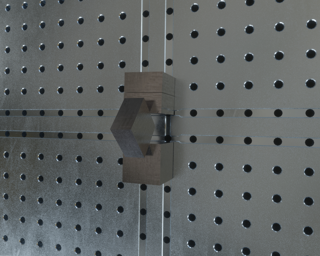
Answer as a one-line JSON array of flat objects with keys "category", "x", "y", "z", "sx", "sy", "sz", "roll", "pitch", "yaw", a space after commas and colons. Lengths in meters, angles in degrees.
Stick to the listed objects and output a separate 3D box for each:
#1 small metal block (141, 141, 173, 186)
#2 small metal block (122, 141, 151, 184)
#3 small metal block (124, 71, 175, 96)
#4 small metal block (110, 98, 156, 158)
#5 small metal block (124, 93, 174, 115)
[{"category": "small metal block", "x": -0.003, "y": 0.044, "z": 0.398, "sx": 0.025, "sy": 0.050, "sz": 0.050, "roll": 2, "pitch": 91, "yaw": 20}, {"category": "small metal block", "x": -0.026, "y": 0.043, "z": 0.407, "sx": 0.025, "sy": 0.050, "sz": 0.050, "roll": 2, "pitch": 91, "yaw": 20}, {"category": "small metal block", "x": -0.012, "y": -0.056, "z": 0.402, "sx": 0.050, "sy": 0.050, "sz": 0.025, "roll": 2, "pitch": 91, "yaw": 19}, {"category": "small metal block", "x": -0.030, "y": 0.000, "z": 0.365, "sx": 0.025, "sy": 0.050, "sz": 0.050, "roll": 1, "pitch": 48, "yaw": 20}, {"category": "small metal block", "x": -0.013, "y": -0.031, "z": 0.402, "sx": 0.050, "sy": 0.050, "sz": 0.025, "roll": 2, "pitch": 91, "yaw": 19}]
